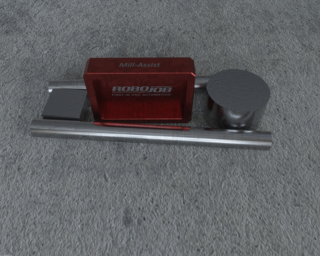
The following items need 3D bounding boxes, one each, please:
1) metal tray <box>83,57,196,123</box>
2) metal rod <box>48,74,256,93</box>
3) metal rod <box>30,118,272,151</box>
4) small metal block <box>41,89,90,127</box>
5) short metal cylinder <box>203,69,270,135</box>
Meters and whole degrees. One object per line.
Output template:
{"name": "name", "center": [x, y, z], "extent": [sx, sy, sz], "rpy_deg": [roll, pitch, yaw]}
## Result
{"name": "metal tray", "center": [-0.024, -0.046, 0.399], "extent": [0.131, 0.090, 0.030], "rpy_deg": [0, 50, 0]}
{"name": "metal rod", "center": [-0.008, -0.062, 0.457], "extent": [0.302, 0.025, 0.025], "rpy_deg": [-2, 50, -2]}
{"name": "metal rod", "center": [-0.013, 0.008, 0.398], "extent": [0.302, 0.025, 0.025], "rpy_deg": [3, 50, 2]}
{"name": "small metal block", "center": [-0.127, -0.027, 0.427], "extent": [0.050, 0.025, 0.050], "rpy_deg": [3, 50, 3]}
{"name": "short metal cylinder", "center": [0.101, -0.034, 0.417], "extent": [0.081, 0.050, 0.080], "rpy_deg": [0, 50, 0]}
